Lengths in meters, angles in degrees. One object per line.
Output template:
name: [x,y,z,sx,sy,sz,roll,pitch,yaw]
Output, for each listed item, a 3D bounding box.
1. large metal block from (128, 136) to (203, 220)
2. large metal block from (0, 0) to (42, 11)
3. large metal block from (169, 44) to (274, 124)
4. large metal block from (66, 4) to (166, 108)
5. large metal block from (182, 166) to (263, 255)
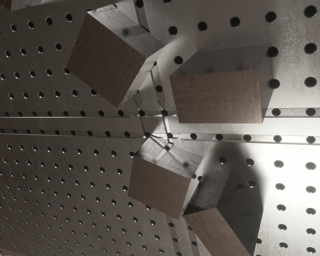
large metal block: [0.006,0.069,0.433,0.080,0.050,0.079,22,127,14]
large metal block: [-0.186,-0.200,0.367,0.080,0.050,0.079,33,129,6]
large metal block: [0.066,-0.045,0.312,0.080,0.080,0.050,1,119,27]
large metal block: [-0.054,-0.085,0.369,0.080,0.050,0.080,38,129,2]
large metal block: [0.084,0.110,0.399,0.050,0.080,0.080,-27,104,37]
